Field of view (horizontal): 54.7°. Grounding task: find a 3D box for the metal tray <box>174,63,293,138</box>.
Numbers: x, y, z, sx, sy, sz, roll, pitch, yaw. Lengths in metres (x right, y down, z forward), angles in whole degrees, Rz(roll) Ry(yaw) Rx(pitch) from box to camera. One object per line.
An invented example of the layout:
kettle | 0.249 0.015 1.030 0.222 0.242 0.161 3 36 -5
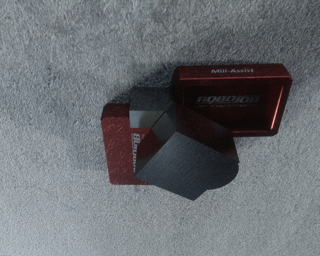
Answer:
metal tray | 0.083 -0.031 0.380 0.131 0.030 0.089 -1 130 1

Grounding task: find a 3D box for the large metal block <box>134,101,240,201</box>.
large metal block | 0.028 0.029 0.350 0.080 0.050 0.080 26 126 -21

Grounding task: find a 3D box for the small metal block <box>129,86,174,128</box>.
small metal block | -0.009 -0.026 0.371 0.050 0.050 0.025 1 130 -1

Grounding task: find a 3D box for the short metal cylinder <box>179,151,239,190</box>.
short metal cylinder | 0.063 0.041 0.427 0.080 0.050 0.079 0 130 0

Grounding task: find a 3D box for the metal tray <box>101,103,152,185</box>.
metal tray | -0.028 0.026 0.429 0.091 0.030 0.129 1 130 -1
